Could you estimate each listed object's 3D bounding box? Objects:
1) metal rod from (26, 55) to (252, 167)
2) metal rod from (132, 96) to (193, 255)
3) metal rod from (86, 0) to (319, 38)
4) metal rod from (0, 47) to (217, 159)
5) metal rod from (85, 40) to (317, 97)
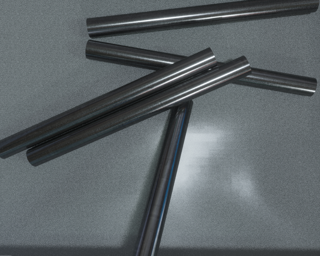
[{"bbox_3d":[-0.031,-0.019,0.395,0.301,0.025,0.025,-23,90,6],"label":"metal rod"},{"bbox_3d":[-0.004,0.091,0.341,0.025,0.025,0.300,16,61,0],"label":"metal rod"},{"bbox_3d":[0.056,-0.150,0.411,0.302,0.025,0.025,-7,90,0],"label":"metal rod"},{"bbox_3d":[-0.072,-0.029,0.396,0.301,0.025,0.025,-23,90,5],"label":"metal rod"},{"bbox_3d":[0.054,-0.079,0.411,0.302,0.025,0.025,10,90,0],"label":"metal rod"}]
